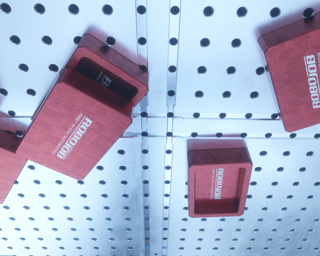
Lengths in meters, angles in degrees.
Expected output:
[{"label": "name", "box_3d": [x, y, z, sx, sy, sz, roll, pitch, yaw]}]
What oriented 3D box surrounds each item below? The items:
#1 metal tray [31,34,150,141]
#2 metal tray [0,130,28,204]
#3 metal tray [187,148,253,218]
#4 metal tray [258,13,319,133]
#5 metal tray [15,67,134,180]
[{"label": "metal tray", "box_3d": [-0.085, -0.036, 0.376, 0.090, 0.030, 0.129, 30, 124, -24]}, {"label": "metal tray", "box_3d": [-0.253, 0.054, 0.452, 0.090, 0.030, 0.129, 27, 125, -22]}, {"label": "metal tray", "box_3d": [0.089, 0.090, 0.484, 0.090, 0.030, 0.129, -3, 130, 2]}, {"label": "metal tray", "box_3d": [0.175, -0.060, 0.358, 0.090, 0.030, 0.130, -20, 128, 16]}, {"label": "metal tray", "box_3d": [-0.102, 0.002, 0.369, 0.090, 0.030, 0.129, 29, 124, -23]}]
